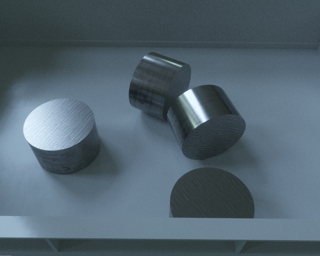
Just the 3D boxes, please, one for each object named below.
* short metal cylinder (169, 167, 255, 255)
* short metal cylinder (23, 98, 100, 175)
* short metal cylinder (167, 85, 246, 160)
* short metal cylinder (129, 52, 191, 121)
[{"bbox_3d":[0.050,0.087,0.316,0.081,0.050,0.080,0,50,0],"label":"short metal cylinder"},{"bbox_3d":[-0.117,0.010,0.379,0.081,0.050,0.080,0,50,0],"label":"short metal cylinder"},{"bbox_3d":[0.055,-0.006,0.375,0.081,0.080,0.050,-15,52,-12],"label":"short metal cylinder"},{"bbox_3d":[0.001,-0.056,0.416,0.050,0.080,0.080,24,54,18],"label":"short metal cylinder"}]
